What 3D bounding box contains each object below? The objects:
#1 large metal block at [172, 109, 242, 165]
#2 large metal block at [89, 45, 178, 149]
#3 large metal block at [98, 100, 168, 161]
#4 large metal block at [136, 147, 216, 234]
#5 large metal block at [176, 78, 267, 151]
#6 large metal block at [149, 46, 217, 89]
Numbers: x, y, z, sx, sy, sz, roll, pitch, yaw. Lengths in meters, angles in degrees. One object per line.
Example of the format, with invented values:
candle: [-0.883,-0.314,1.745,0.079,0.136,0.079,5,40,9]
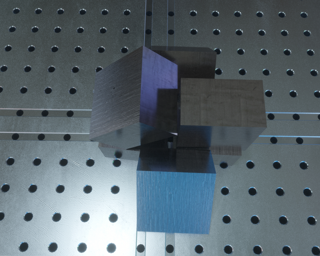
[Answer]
large metal block: [0.057,0.001,0.398,0.080,0.050,0.080,3,70,1]
large metal block: [-0.028,-0.028,0.331,0.080,0.050,0.080,-17,63,42]
large metal block: [-0.028,-0.002,0.400,0.080,0.050,0.080,7,70,2]
large metal block: [0.016,0.070,0.351,0.080,0.050,0.079,2,115,1]
large metal block: [0.060,-0.011,0.334,0.080,0.080,0.050,2,70,0]
large metal block: [0.026,-0.078,0.403,0.080,0.080,0.050,2,108,1]
